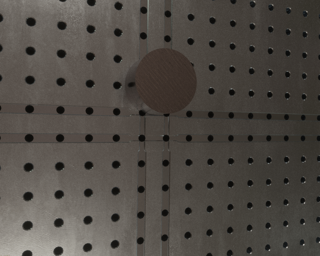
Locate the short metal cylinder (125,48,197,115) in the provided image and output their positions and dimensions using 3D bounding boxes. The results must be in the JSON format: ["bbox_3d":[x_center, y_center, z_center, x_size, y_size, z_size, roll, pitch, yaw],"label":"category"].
[{"bbox_3d":[0.000,-0.058,0.400,0.081,0.050,0.079,0,90,-21],"label":"short metal cylinder"}]
